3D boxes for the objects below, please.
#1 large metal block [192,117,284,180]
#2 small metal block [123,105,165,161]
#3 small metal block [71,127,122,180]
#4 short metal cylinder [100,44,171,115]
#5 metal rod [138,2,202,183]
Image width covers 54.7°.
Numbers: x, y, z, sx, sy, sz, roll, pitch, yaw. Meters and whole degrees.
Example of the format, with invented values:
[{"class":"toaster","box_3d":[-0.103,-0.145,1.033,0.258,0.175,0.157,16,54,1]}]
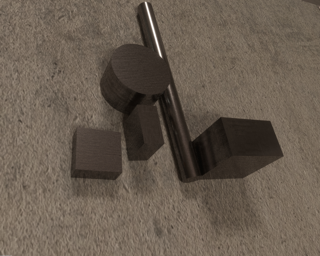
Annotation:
[{"class":"large metal block","box_3d":[0.095,0.029,0.404,0.081,0.080,0.050,3,61,-27]},{"class":"small metal block","box_3d":[-0.021,0.007,0.374,0.025,0.050,0.050,2,61,-28]},{"class":"small metal block","box_3d":[-0.071,0.029,0.348,0.050,0.025,0.050,8,58,-24]},{"class":"short metal cylinder","box_3d":[-0.033,-0.064,0.410,0.081,0.050,0.080,14,56,-21]},{"class":"metal rod","box_3d":[0.008,-0.067,0.450,0.025,0.025,0.299,1,62,-28]}]
